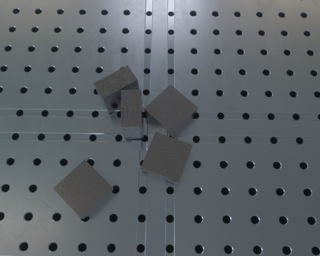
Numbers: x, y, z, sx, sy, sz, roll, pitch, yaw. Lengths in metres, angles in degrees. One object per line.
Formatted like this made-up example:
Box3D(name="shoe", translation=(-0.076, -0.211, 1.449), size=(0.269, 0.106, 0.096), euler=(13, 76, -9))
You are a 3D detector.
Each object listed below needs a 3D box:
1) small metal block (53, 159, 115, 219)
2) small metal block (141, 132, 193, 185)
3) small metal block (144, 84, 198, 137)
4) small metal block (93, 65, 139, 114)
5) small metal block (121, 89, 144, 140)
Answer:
Box3D(name="small metal block", translation=(-0.093, 0.076, 0.384), size=(0.050, 0.025, 0.050), euler=(42, 75, 14))
Box3D(name="small metal block", translation=(0.009, 0.039, 0.398), size=(0.050, 0.025, 0.050), euler=(20, 71, 7))
Box3D(name="small metal block", translation=(0.015, -0.022, 0.420), size=(0.050, 0.025, 0.050), euler=(42, 75, 14))
Box3D(name="small metal block", translation=(-0.056, -0.051, 0.417), size=(0.050, 0.050, 0.025), euler=(-30, 73, -10))
Box3D(name="small metal block", translation=(-0.035, -0.017, 0.404), size=(0.025, 0.050, 0.050), euler=(-2, 70, -1))
